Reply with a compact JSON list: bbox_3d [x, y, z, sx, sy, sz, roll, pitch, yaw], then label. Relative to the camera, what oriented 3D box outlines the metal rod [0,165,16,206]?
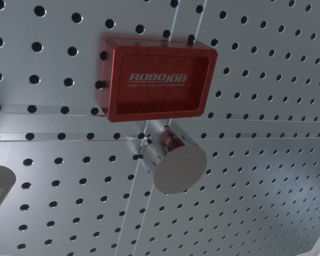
[{"bbox_3d":[-0.225,0.144,0.329,0.025,0.025,0.299,21,122,-36],"label":"metal rod"}]

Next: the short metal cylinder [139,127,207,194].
[{"bbox_3d":[0.018,0.045,0.433,0.081,0.050,0.079,-14,124,-21],"label":"short metal cylinder"}]

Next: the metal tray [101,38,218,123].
[{"bbox_3d":[-0.001,-0.056,0.372,0.131,0.030,0.089,-5,121,-26],"label":"metal tray"}]
